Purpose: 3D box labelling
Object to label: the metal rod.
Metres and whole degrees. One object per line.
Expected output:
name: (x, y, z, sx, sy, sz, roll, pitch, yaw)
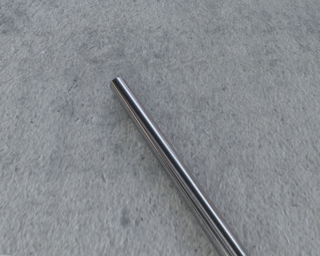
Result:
metal rod: (0.010, 0.036, 0.372, 0.025, 0.025, 0.300, -23, 54, -18)
